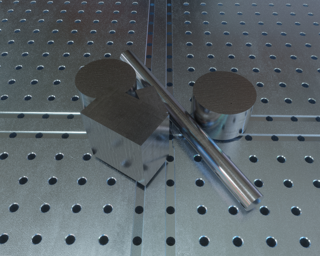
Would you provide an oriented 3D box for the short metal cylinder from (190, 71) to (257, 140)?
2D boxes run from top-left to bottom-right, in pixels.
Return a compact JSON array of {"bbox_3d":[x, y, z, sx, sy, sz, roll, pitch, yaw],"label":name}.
[{"bbox_3d":[0.082,-0.031,0.413,0.081,0.050,0.080,0,50,0],"label":"short metal cylinder"}]

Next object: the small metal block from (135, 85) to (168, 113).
[{"bbox_3d":[-0.011,-0.018,0.401,0.025,0.050,0.050,-17,52,-13],"label":"small metal block"}]

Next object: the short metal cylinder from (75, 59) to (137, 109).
[{"bbox_3d":[-0.072,-0.051,0.429,0.081,0.050,0.080,0,50,0],"label":"short metal cylinder"}]

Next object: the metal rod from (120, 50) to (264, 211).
[{"bbox_3d":[0.025,-0.017,0.417,0.025,0.025,0.300,-25,55,-20],"label":"metal rod"}]

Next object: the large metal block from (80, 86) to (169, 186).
[{"bbox_3d":[-0.037,0.010,0.358,0.080,0.080,0.050,27,56,21],"label":"large metal block"}]
